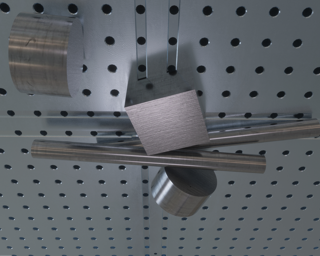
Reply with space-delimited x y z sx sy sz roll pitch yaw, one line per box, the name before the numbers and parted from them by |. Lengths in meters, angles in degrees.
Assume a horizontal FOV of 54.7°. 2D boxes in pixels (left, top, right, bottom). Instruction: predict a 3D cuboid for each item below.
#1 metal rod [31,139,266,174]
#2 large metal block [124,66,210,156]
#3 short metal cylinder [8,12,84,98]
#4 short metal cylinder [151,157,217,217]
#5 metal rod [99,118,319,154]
metal rod | -0.014 0.038 0.409 0.302 0.025 0.025 4 130 -1
large metal block | 0.011 -0.019 0.379 0.080 0.050 0.080 -14 129 11
short metal cylinder | -0.110 -0.073 0.313 0.050 0.080 0.079 5 130 -4
short metal cylinder | 0.034 0.079 0.443 0.081 0.080 0.050 17 128 -14
metal rod | 0.059 0.016 0.425 0.302 0.025 0.025 -7 130 5
